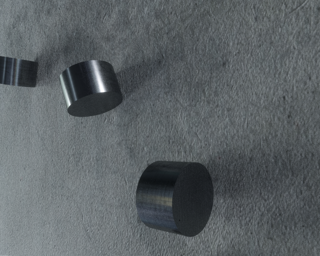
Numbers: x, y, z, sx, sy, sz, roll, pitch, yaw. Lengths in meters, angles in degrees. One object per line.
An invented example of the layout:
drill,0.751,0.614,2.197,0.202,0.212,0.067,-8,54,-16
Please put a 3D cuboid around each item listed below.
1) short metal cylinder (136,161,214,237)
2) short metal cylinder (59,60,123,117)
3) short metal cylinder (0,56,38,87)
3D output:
short metal cylinder,0.019,0.078,0.354,0.050,0.081,0.080,-3,89,40
short metal cylinder,-0.100,-0.056,0.452,0.080,0.081,0.050,-30,71,36
short metal cylinder,-0.283,-0.110,0.603,0.080,0.081,0.050,15,100,39
